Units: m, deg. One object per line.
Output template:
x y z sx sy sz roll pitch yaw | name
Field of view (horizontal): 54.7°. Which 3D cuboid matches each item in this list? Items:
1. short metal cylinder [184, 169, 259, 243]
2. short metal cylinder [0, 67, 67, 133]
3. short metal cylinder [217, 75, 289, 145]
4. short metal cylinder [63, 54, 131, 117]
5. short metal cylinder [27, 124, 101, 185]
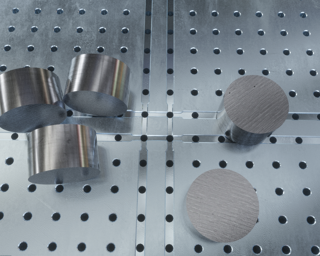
0.069 0.092 0.365 0.081 0.050 0.080 0 70 0 | short metal cylinder
-0.164 -0.033 0.393 0.081 0.080 0.050 -16 71 -6 | short metal cylinder
0.119 -0.022 0.407 0.081 0.050 0.080 0 70 0 | short metal cylinder
-0.080 -0.053 0.401 0.080 0.080 0.050 4 70 1 | short metal cylinder
-0.114 0.033 0.369 0.081 0.080 0.050 -9 71 -4 | short metal cylinder
